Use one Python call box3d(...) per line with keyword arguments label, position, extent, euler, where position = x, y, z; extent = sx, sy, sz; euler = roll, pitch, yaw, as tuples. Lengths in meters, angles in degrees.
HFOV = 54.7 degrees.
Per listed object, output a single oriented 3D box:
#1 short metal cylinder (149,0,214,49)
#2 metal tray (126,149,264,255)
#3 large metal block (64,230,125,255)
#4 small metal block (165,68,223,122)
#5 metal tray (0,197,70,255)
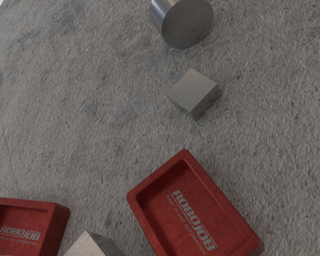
box3d(label="short metal cylinder", position=(0.031, -0.164, 0.453), extent=(0.080, 0.080, 0.050), euler=(-33, 52, 7))
box3d(label="metal tray", position=(0.031, 0.096, 0.325), extent=(0.090, 0.030, 0.130), euler=(-39, 51, 1))
box3d(label="large metal block", position=(-0.069, 0.169, 0.321), extent=(0.080, 0.050, 0.080), euler=(35, 81, 38))
box3d(label="small metal block", position=(0.044, -0.044, 0.408), extent=(0.050, 0.025, 0.050), euler=(-46, 51, -4))
box3d(label="metal tray", position=(-0.191, 0.143, 0.412), extent=(0.130, 0.030, 0.090), euler=(-2, 60, 27))
